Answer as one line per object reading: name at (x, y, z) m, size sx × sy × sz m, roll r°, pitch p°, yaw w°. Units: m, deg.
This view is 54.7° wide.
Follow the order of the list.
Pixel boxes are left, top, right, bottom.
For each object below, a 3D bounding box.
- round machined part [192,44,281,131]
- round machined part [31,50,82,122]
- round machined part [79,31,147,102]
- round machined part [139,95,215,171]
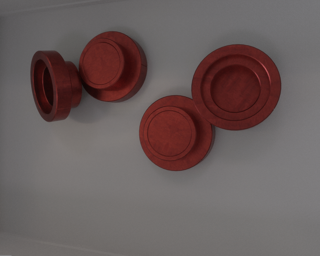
round machined part at (0.090, -0.045, 0.367) m, size 0.098 × 0.042 × 0.097 m, roll -1°, pitch 88°, yaw 16°
round machined part at (-0.144, -0.059, 0.437) m, size 0.098 × 0.042 × 0.097 m, roll 17°, pitch 113°, yaw 48°
round machined part at (-0.071, -0.085, 0.426) m, size 0.098 × 0.042 × 0.097 m, roll 0°, pitch 90°, yaw 20°
round machined part at (0.018, 0.007, 0.395) m, size 0.098 × 0.042 × 0.097 m, roll 0°, pitch 90°, yaw 20°
